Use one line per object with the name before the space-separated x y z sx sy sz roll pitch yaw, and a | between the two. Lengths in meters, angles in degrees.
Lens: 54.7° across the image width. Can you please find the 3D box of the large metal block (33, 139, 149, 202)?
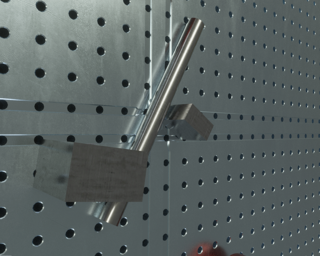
large metal block | -0.071 0.042 0.314 0.081 0.080 0.050 11 83 -40

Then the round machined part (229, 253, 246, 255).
round machined part | 0.115 0.250 0.495 0.099 0.042 0.097 0 90 -40

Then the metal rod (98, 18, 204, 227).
metal rod | -0.004 -0.021 0.405 0.025 0.025 0.300 36 68 -34

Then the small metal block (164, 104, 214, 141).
small metal block | 0.036 -0.007 0.423 0.050 0.050 0.025 41 65 -33
